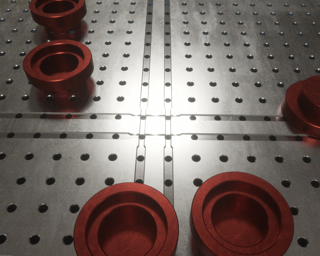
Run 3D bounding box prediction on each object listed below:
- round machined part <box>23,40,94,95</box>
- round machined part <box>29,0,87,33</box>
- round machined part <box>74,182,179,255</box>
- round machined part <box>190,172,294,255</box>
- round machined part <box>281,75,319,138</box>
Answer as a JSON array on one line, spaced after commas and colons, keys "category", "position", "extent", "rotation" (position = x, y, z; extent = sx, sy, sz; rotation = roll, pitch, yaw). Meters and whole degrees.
[{"category": "round machined part", "position": [-0.150, -0.088, 0.469], "extent": [0.099, 0.042, 0.098], "rotation": [0, 50, 0]}, {"category": "round machined part", "position": [-0.185, -0.212, 0.573], "extent": [0.099, 0.042, 0.098], "rotation": [0, 50, 0]}, {"category": "round machined part", "position": [-0.031, 0.107, 0.307], "extent": [0.099, 0.042, 0.098], "rotation": [0, 50, 0]}, {"category": "round machined part", "position": [0.080, 0.097, 0.316], "extent": [0.099, 0.042, 0.098], "rotation": [0, 50, 0]}, {"category": "round machined part", "position": [0.225, -0.036, 0.429], "extent": [0.099, 0.042, 0.098], "rotation": [0, 50, 0]}]
